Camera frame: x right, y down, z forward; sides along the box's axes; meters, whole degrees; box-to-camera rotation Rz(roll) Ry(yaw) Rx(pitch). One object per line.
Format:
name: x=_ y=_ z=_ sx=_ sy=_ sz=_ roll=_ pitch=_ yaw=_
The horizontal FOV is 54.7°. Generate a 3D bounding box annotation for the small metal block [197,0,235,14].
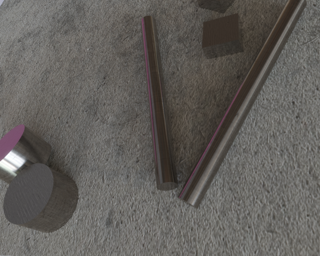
small metal block: x=0.092 y=-0.212 z=0.485 sx=0.050 sy=0.025 sz=0.050 roll=33 pitch=80 yaw=38

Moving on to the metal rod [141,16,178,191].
metal rod: x=-0.006 y=-0.056 z=0.441 sx=0.025 sy=0.025 sz=0.299 roll=-19 pitch=54 yaw=17

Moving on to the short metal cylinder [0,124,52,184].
short metal cylinder: x=-0.209 y=0.041 z=0.458 sx=0.080 sy=0.050 sz=0.080 roll=-27 pitch=36 yaw=22

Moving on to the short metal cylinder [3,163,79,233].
short metal cylinder: x=-0.158 y=0.094 z=0.413 sx=0.080 sy=0.050 sz=0.080 roll=-13 pitch=56 yaw=21

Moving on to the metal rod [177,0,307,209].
metal rod: x=0.106 y=-0.042 z=0.374 sx=0.025 sy=0.025 sz=0.300 roll=21 pitch=73 yaw=36

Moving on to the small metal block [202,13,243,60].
small metal block: x=0.088 y=-0.129 z=0.437 sx=0.050 sy=0.025 sz=0.050 roll=-7 pitch=58 yaw=24
